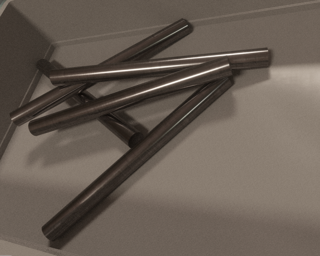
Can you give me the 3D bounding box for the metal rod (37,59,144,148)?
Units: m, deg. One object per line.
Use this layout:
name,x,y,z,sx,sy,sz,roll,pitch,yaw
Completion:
metal rod,-0.128,-0.052,0.502,0.025,0.025,0.300,-49,52,-7

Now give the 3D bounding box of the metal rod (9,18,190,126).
metal rod,-0.092,-0.086,0.479,0.301,0.025,0.025,-29,52,-1

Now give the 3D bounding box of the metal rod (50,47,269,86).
metal rod,-0.011,-0.082,0.425,0.301,0.025,0.025,-3,60,14

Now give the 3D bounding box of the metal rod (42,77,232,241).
metal rod,-0.029,0.035,0.397,0.300,0.025,0.025,-41,51,-1

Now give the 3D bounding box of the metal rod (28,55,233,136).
metal rod,-0.053,-0.038,0.421,0.301,0.025,0.025,-15,56,19
